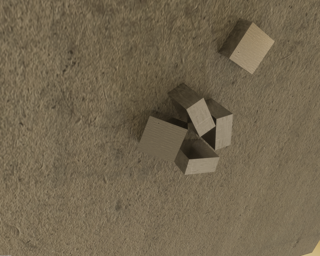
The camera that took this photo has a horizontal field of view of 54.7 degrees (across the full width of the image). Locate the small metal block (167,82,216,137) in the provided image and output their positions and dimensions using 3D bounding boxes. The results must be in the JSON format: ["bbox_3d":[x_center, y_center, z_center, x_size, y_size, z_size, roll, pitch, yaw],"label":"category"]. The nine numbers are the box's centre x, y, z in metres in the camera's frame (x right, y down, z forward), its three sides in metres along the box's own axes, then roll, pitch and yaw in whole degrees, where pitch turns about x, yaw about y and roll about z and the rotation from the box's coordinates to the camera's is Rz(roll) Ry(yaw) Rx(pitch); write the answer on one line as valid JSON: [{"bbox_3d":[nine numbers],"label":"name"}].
[{"bbox_3d":[0.040,-0.024,0.398,0.025,0.050,0.050,-35,129,-6],"label":"small metal block"}]

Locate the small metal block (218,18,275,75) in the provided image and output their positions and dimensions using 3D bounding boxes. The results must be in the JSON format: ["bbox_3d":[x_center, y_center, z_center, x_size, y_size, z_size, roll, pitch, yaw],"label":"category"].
[{"bbox_3d":[0.112,-0.105,0.403,0.050,0.025,0.050,22,107,-36],"label":"small metal block"}]

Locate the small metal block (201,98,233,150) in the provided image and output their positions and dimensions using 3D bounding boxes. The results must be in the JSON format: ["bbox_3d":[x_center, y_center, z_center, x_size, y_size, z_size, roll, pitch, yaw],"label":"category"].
[{"bbox_3d":[0.074,-0.006,0.427,0.025,0.050,0.050,-17,125,-19],"label":"small metal block"}]

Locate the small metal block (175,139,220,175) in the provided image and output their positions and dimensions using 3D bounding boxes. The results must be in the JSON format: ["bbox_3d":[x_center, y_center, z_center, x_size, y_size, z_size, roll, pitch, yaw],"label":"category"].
[{"bbox_3d":[0.047,0.040,0.441,0.050,0.050,0.025,-1,119,-28],"label":"small metal block"}]

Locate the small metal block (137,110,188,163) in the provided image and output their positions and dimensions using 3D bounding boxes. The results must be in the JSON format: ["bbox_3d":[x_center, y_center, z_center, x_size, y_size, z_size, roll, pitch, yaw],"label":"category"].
[{"bbox_3d":[0.003,0.011,0.401,0.050,0.025,0.050,20,111,-4],"label":"small metal block"}]
